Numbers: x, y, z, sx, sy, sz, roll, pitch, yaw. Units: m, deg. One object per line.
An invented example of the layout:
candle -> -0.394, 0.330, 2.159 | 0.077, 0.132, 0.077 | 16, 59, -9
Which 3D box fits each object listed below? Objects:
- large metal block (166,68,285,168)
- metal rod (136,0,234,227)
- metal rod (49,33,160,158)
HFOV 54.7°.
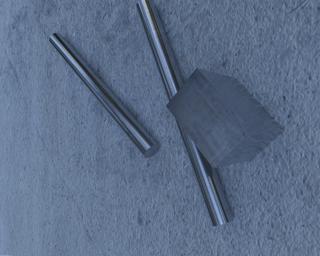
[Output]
large metal block -> 0.067, -0.010, 0.314 | 0.050, 0.081, 0.080 | -50, 61, 28
metal rod -> 0.025, -0.031, 0.384 | 0.025, 0.025, 0.299 | -29, 72, 36
metal rod -> -0.099, -0.065, 0.486 | 0.300, 0.025, 0.025 | 47, 118, 29
